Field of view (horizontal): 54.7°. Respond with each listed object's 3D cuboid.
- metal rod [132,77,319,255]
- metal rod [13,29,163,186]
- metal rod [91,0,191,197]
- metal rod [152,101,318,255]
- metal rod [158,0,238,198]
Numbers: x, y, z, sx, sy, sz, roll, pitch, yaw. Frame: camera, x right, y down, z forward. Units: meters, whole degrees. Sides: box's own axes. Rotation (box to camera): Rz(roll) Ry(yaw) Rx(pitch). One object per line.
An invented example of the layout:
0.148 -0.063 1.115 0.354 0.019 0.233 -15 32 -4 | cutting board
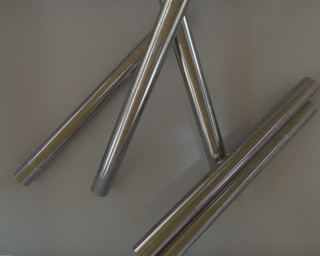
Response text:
0.087 0.042 0.372 0.301 0.025 0.025 -42 90 -12 | metal rod
-0.080 -0.040 0.410 0.025 0.025 0.300 44 90 0 | metal rod
-0.023 -0.040 0.350 0.025 0.025 0.298 25 115 0 | metal rod
0.091 0.070 0.380 0.301 0.025 0.025 -42 90 -13 | metal rod
0.045 -0.041 0.366 0.025 0.025 0.298 -19 109 0 | metal rod
